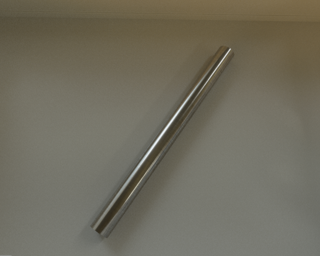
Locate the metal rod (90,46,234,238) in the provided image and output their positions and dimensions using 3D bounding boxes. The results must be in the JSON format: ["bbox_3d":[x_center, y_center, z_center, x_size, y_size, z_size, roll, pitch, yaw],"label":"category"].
[{"bbox_3d":[0.013,0.006,0.407,0.025,0.025,0.300,33,73,11],"label":"metal rod"}]
